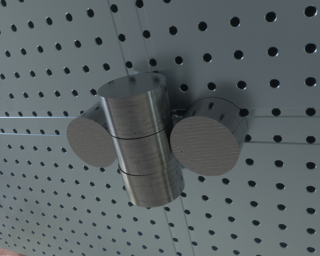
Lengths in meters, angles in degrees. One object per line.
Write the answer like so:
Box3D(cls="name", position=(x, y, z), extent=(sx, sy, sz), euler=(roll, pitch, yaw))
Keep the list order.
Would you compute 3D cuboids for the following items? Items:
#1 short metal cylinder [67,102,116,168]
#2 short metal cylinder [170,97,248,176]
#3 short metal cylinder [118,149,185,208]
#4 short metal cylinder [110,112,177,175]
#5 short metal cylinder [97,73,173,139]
Box3D(cls="short metal cylinder", position=(-0.084, 0.010, 0.442), extent=(0.080, 0.050, 0.079), euler=(13, 124, 20))
Box3D(cls="short metal cylinder", position=(0.059, 0.010, 0.368), extent=(0.080, 0.050, 0.079), euler=(13, 124, 20))
Box3D(cls="short metal cylinder", position=(-0.010, 0.061, 0.417), extent=(0.080, 0.080, 0.050), euler=(1, 119, 27))
Box3D(cls="short metal cylinder", position=(-0.019, 0.016, 0.393), extent=(0.080, 0.080, 0.050), euler=(2, 119, 27))
Box3D(cls="short metal cylinder", position=(-0.028, -0.029, 0.370), extent=(0.080, 0.080, 0.050), euler=(3, 120, 26))
